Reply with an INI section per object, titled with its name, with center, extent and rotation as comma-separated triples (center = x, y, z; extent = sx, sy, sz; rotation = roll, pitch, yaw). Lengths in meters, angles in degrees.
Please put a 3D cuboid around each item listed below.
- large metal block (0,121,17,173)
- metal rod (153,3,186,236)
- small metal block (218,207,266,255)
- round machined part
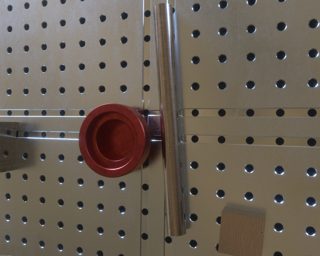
[large metal block]
center = -0.284, 0.027, 0.499
extent = 0.080, 0.050, 0.079
rotation = 4, 92, 20
[metal rod]
center = 0.013, -0.012, 0.407
extent = 0.025, 0.025, 0.298
rotation = -4, 89, 20
[small metal block]
center = 0.100, 0.128, 0.377
extent = 0.050, 0.025, 0.050
rotation = 6, 92, 19
[round machined part]
center = -0.057, 0.016, 0.424
extent = 0.098, 0.042, 0.097
rotation = 0, 90, 20
